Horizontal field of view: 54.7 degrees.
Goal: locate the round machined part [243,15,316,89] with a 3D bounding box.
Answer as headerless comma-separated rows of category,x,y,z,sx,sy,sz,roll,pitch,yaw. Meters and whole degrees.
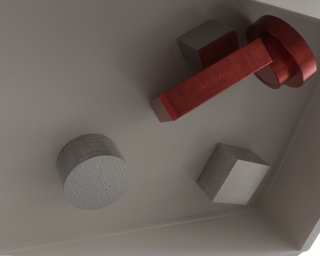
round machined part,0.141,-0.087,0.387,0.042,0.098,0.098,-40,130,2

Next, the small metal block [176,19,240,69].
small metal block,0.055,-0.099,0.363,0.050,0.050,0.025,-31,129,-8

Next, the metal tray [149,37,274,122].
metal tray,0.055,-0.053,0.364,0.131,0.090,0.030,-31,95,-8

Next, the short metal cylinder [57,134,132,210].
short metal cylinder,-0.082,0.054,0.382,0.081,0.050,0.079,-14,125,-21

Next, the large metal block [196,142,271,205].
large metal block,0.119,0.076,0.507,0.081,0.050,0.080,14,111,-34
